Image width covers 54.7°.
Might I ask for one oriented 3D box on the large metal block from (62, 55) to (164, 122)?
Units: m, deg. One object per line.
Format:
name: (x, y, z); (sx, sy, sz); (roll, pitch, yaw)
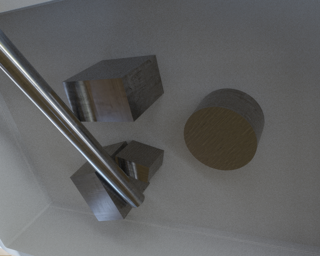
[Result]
large metal block: (-0.052, -0.048, 0.370); (0.080, 0.080, 0.050); (1, 119, 27)

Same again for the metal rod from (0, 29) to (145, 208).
metal rod: (-0.104, -0.003, 0.354); (0.025, 0.025, 0.299); (-11, 129, 32)

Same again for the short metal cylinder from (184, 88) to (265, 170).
short metal cylinder: (0.074, 0.001, 0.354); (0.080, 0.050, 0.079); (13, 124, 20)

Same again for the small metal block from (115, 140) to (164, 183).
small metal block: (-0.028, 0.045, 0.432); (0.050, 0.050, 0.025); (17, 119, 17)

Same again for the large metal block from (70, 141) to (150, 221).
large metal block: (-0.070, 0.077, 0.456); (0.050, 0.080, 0.080); (-15, 111, 34)
